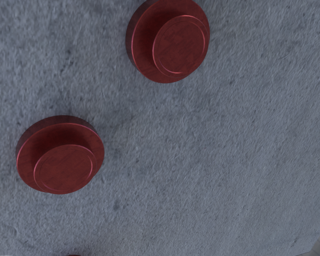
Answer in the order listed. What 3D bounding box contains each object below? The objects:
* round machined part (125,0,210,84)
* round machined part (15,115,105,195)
[{"bbox_3d":[0.015,-0.095,0.347,0.099,0.042,0.097,-14,125,-21],"label":"round machined part"},{"bbox_3d":[-0.112,0.038,0.359,0.099,0.042,0.097,-14,125,-21],"label":"round machined part"}]
